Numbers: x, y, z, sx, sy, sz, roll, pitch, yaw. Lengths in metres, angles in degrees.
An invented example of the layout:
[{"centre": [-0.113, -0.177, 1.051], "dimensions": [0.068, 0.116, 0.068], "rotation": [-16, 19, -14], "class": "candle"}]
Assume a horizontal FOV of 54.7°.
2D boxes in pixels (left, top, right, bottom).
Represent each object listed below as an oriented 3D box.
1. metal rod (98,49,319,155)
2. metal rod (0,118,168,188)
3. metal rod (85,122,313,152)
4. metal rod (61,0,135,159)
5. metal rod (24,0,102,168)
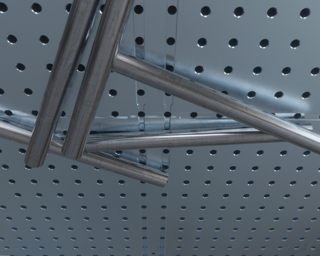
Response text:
[{"centre": [0.073, -0.029, 0.370], "dimensions": [0.302, 0.025, 0.025], "rotation": [21, 127, -11], "class": "metal rod"}, {"centre": [-0.128, 0.030, 0.435], "dimensions": [0.302, 0.025, 0.025], "rotation": [20, 127, -17], "class": "metal rod"}, {"centre": [0.051, 0.013, 0.423], "dimensions": [0.302, 0.025, 0.025], "rotation": [-3, 130, 2], "class": "metal rod"}, {"centre": [-0.051, -0.088, 0.307], "dimensions": [0.025, 0.025, 0.298], "rotation": [17, 119, -15], "class": "metal rod"}, {"centre": [-0.102, -0.068, 0.334], "dimensions": [0.025, 0.025, 0.298], "rotation": [20, 122, -17], "class": "metal rod"}]
